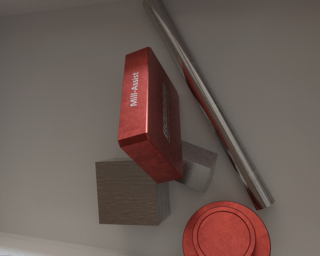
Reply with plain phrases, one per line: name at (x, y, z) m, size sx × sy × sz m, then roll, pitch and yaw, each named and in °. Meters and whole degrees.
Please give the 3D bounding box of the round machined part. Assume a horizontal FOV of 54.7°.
round machined part at (0.074, 0.129, 0.350) m, size 0.098 × 0.042 × 0.098 m, roll -8°, pitch 53°, yaw 12°

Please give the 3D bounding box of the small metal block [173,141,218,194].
small metal block at (0.040, 0.047, 0.382) m, size 0.050 × 0.025 × 0.050 m, roll 21°, pitch 138°, yaw 18°

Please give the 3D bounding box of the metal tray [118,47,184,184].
metal tray at (-0.007, -0.015, 0.346) m, size 0.030 × 0.090 × 0.130 m, roll -16°, pitch 50°, yaw 19°

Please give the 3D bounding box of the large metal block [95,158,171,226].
large metal block at (-0.034, 0.080, 0.408) m, size 0.080 × 0.050 × 0.080 m, roll -4°, pitch 89°, yaw 19°

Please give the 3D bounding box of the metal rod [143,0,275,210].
metal rod at (0.056, -0.039, 0.390) m, size 0.025 × 0.025 × 0.299 m, roll -30°, pitch 80°, yaw 17°
